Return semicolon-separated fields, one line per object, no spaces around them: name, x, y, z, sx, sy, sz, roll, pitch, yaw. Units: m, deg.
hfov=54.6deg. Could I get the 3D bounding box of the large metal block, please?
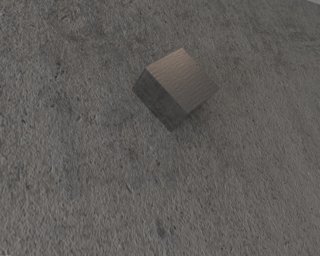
large metal block;0.022;-0.055;0.433;0.080;0.050;0.080;48;51;5
